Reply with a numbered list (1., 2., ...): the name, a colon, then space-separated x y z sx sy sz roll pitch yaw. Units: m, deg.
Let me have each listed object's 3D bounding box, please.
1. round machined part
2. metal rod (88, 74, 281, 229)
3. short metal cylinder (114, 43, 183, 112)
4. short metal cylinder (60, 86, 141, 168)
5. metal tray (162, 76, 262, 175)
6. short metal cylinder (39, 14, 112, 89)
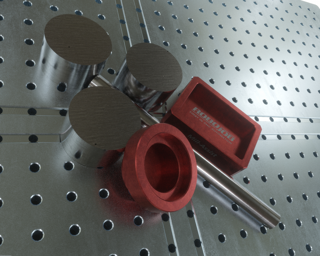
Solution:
1. round machined part: -0.004 0.046 0.353 0.099 0.042 0.098 17 66 -43
2. metal rod: 0.033 0.033 0.406 0.300 0.025 0.025 38 51 -3
3. short metal cylinder: -0.017 -0.069 0.424 0.081 0.050 0.080 14 56 -21
4. short metal cylinder: -0.068 -0.001 0.355 0.081 0.050 0.080 14 56 -21
5. metal tray: 0.078 -0.005 0.449 0.130 0.030 0.090 38 52 -3
6. short metal cylinder: -0.107 -0.096 0.393 0.081 0.050 0.080 14 56 -21
